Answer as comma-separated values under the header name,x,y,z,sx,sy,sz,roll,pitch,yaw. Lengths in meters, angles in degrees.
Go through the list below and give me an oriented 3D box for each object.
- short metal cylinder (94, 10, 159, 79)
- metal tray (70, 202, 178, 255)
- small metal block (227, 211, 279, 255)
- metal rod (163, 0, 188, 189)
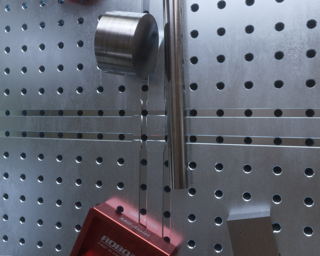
name,x,y,z,sx,sy,sz,roll,pitch,yaw
short metal cylinder,-0.040,-0.106,0.397,0.050,0.080,0.079,12,94,19
metal tray,-0.053,0.175,0.427,0.130,0.030,0.090,26,98,17
small metal block,0.112,0.130,0.373,0.050,0.025,0.050,-12,86,19
metal rod,0.019,-0.072,0.405,0.025,0.025,0.298,-2,89,19
